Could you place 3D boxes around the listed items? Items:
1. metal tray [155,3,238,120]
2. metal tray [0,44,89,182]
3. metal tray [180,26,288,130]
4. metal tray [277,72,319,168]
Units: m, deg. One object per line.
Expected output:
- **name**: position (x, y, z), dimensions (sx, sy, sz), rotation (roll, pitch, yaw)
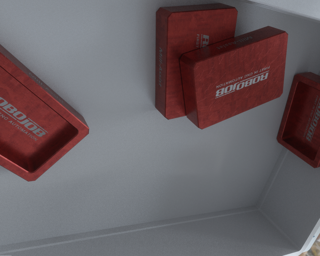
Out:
- **metal tray**: position (0.042, -0.080, 0.380), dimensions (0.091, 0.030, 0.129), rotation (-13, 124, -22)
- **metal tray**: position (-0.150, -0.011, 0.317), dimensions (0.090, 0.030, 0.130), rotation (-42, 130, 0)
- **metal tray**: position (0.093, -0.062, 0.380), dimensions (0.131, 0.030, 0.089), rotation (-22, 127, -16)
- **metal tray**: position (0.243, -0.013, 0.494), dimensions (0.030, 0.090, 0.129), rotation (-11, 123, -23)
